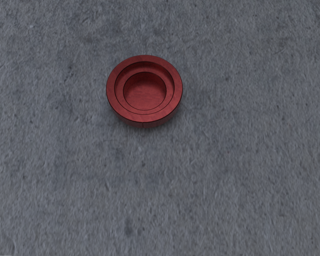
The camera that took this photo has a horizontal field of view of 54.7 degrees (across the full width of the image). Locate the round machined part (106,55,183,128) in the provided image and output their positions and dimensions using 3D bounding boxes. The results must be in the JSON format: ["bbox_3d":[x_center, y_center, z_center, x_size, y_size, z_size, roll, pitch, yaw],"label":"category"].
[{"bbox_3d":[-0.020,-0.045,0.415,0.099,0.042,0.098,0,70,-1],"label":"round machined part"}]
